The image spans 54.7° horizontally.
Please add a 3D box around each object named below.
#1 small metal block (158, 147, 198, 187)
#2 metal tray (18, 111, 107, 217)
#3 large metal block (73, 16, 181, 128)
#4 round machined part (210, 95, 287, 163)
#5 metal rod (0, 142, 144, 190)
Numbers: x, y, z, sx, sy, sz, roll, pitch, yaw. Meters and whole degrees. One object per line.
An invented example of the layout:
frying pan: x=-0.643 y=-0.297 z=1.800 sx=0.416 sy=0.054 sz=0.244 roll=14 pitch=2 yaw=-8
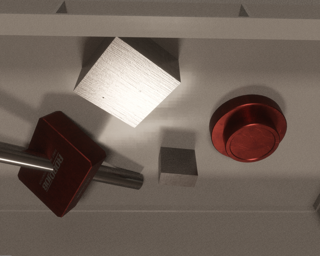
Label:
small metal block: x=0.024 y=0.055 z=0.440 sx=0.050 sy=0.050 sz=0.025 roll=6 pitch=130 yaw=-5
metal tray: x=-0.137 y=0.052 z=0.419 sx=0.090 sy=0.030 sz=0.129 roll=41 pitch=125 yaw=8
large metal block: x=-0.035 y=-0.059 z=0.342 sx=0.080 sy=0.050 sz=0.080 roll=32 pitch=123 yaw=-25
round machined part: x=0.117 y=0.008 z=0.406 sx=0.099 sy=0.042 sz=0.097 roll=-1 pitch=130 yaw=0
metal rod: x=-0.156 y=0.043 z=0.405 sx=0.302 sy=0.025 sz=0.025 roll=18 pitch=129 yaw=-30
